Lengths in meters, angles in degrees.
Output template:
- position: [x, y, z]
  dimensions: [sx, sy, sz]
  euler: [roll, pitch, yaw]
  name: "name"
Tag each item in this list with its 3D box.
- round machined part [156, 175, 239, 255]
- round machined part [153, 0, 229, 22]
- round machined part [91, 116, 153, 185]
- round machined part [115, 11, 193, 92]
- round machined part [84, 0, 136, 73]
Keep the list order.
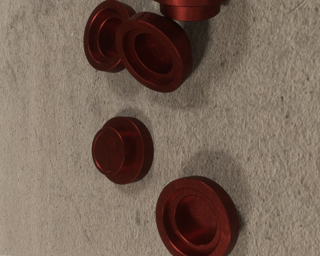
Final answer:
- position: [0.046, 0.103, 0.355]
  dimensions: [0.098, 0.042, 0.097]
  euler: [0, 90, 39]
  name: "round machined part"
- position: [0.033, -0.150, 0.339]
  dimensions: [0.098, 0.099, 0.042]
  euler: [34, 143, 34]
  name: "round machined part"
- position: [-0.060, 0.032, 0.441]
  dimensions: [0.098, 0.042, 0.097]
  euler: [0, 90, 39]
  name: "round machined part"
- position: [-0.002, -0.094, 0.372]
  dimensions: [0.098, 0.042, 0.097]
  euler: [28, 148, 21]
  name: "round machined part"
- position: [-0.062, -0.128, 0.443]
  dimensions: [0.098, 0.042, 0.097]
  euler: [0, 90, 39]
  name: "round machined part"
